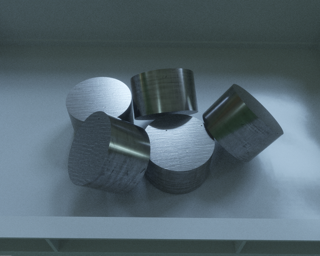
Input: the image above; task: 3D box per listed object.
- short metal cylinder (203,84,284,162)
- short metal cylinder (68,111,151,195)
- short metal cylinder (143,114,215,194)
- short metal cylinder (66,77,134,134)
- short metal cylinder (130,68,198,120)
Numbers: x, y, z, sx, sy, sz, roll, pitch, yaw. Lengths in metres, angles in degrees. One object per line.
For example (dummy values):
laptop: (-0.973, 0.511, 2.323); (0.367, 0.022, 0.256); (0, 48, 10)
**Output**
short metal cylinder: (0.097, -0.006, 0.367); (0.080, 0.050, 0.080); (35, 26, -19)
short metal cylinder: (-0.056, 0.028, 0.335); (0.050, 0.080, 0.080); (24, 37, -38)
short metal cylinder: (0.020, 0.030, 0.362); (0.081, 0.050, 0.080); (0, 50, 0)
short metal cylinder: (-0.076, -0.021, 0.402); (0.081, 0.050, 0.080); (0, 50, 0)
short metal cylinder: (0.005, -0.040, 0.391); (0.081, 0.080, 0.050); (-6, 86, -6)
